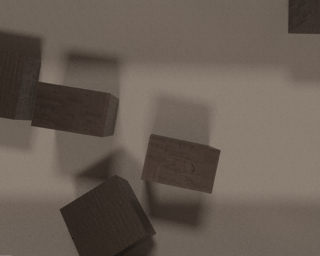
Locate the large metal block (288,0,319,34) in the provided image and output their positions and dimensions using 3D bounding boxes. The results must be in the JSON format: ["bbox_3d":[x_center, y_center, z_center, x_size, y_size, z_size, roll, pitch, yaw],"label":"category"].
[{"bbox_3d":[0.217,-0.154,0.387,0.081,0.080,0.050,1,90,-1],"label":"large metal block"}]

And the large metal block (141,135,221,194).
[{"bbox_3d":[0.023,0.041,0.384,0.080,0.080,0.050,12,90,-1],"label":"large metal block"}]

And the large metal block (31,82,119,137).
[{"bbox_3d":[-0.099,-0.021,0.383,0.080,0.080,0.050,9,90,-1],"label":"large metal block"}]

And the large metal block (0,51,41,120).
[{"bbox_3d":[-0.208,-0.056,0.396,0.080,0.050,0.080,9,90,-1],"label":"large metal block"}]

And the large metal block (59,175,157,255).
[{"bbox_3d":[-0.063,0.117,0.385,0.080,0.050,0.080,-32,69,-1],"label":"large metal block"}]
